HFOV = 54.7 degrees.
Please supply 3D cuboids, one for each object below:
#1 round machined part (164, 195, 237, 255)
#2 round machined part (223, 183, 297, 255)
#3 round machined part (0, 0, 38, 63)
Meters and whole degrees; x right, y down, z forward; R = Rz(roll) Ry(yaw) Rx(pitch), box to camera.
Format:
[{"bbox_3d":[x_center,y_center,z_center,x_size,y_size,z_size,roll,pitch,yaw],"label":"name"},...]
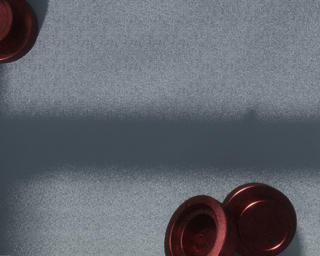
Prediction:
[{"bbox_3d":[0.055,0.136,0.383,0.042,0.098,0.098,35,90,-30],"label":"round machined part"},{"bbox_3d":[0.130,0.123,0.404,0.099,0.042,0.097,0,90,0],"label":"round machined part"},{"bbox_3d":[-0.215,-0.137,0.401,0.099,0.042,0.097,0,90,0],"label":"round machined part"}]
